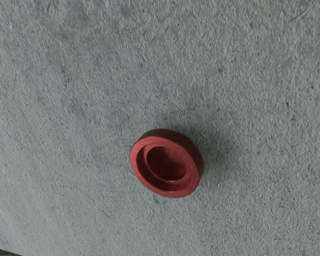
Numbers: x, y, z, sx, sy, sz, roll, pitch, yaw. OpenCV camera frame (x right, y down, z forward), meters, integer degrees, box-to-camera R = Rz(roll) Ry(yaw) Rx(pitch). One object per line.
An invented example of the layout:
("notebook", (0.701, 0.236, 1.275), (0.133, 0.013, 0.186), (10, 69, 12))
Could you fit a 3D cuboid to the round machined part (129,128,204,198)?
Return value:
("round machined part", (0.012, 0.043, 0.416), (0.098, 0.042, 0.097), (13, 124, 20))
